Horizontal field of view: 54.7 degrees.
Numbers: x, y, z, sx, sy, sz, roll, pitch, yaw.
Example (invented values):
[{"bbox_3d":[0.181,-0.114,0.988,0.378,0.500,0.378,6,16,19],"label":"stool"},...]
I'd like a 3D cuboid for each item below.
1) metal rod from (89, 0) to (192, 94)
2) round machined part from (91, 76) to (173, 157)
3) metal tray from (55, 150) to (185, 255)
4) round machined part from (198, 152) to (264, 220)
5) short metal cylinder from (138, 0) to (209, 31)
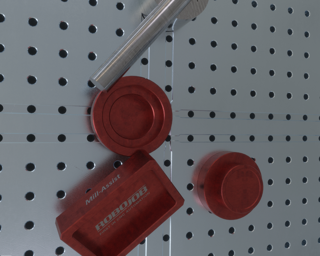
[{"bbox_3d":[0.026,-0.159,0.369,0.025,0.025,0.300,43,76,-15],"label":"metal rod"},{"bbox_3d":[-0.037,-0.014,0.390,0.099,0.042,0.097,0,90,-20],"label":"round machined part"},{"bbox_3d":[-0.043,0.099,0.370,0.130,0.030,0.090,-39,125,-10],"label":"metal tray"},{"bbox_3d":[0.107,0.084,0.444,0.099,0.042,0.097,0,90,-20],"label":"round machined part"},{"bbox_3d":[0.017,-0.174,0.406,0.081,0.050,0.079,0,90,-20],"label":"short metal cylinder"}]
